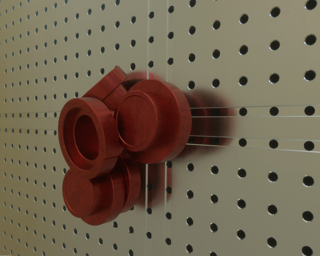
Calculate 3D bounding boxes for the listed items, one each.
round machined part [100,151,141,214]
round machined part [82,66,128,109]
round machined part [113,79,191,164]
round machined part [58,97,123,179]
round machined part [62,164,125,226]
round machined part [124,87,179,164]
[{"bbox_3d":[-0.077,0.075,0.436,0.098,0.042,0.097,0,90,40],"label":"round machined part"},{"bbox_3d":[-0.081,-0.040,0.442,0.098,0.098,0.042,-34,104,35],"label":"round machined part"},{"bbox_3d":[-0.016,-0.008,0.356,0.098,0.042,0.097,-1,89,40],"label":"round machined part"},{"bbox_3d":[-0.081,0.010,0.383,0.098,0.042,0.097,10,105,41],"label":"round machined part"},{"bbox_3d":[-0.096,0.084,0.424,0.098,0.042,0.097,0,90,40],"label":"round machined part"},{"bbox_3d":[-0.018,-0.004,0.387,0.098,0.042,0.097,0,90,40],"label":"round machined part"}]
